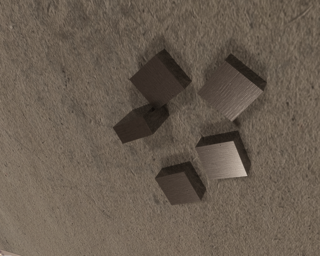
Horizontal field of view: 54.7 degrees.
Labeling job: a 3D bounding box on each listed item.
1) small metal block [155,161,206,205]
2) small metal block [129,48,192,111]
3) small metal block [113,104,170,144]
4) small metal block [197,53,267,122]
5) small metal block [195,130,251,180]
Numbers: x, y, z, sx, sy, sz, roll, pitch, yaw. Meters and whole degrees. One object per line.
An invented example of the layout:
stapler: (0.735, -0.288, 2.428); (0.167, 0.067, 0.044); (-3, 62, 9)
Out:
small metal block: (0.029, 0.079, 0.439); (0.050, 0.025, 0.050); (-20, 108, 35)
small metal block: (0.001, -0.057, 0.370); (0.050, 0.025, 0.050); (49, 128, -7)
small metal block: (-0.023, -0.009, 0.396); (0.050, 0.050, 0.025); (-18, 109, 35)
small metal block: (0.078, -0.044, 0.338); (0.050, 0.025, 0.050); (39, 129, 1)
small metal block: (0.079, 0.035, 0.386); (0.050, 0.025, 0.050); (-13, 112, 33)
